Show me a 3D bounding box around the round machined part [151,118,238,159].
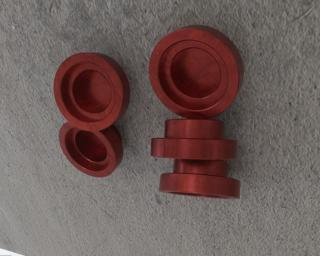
[{"bbox_3d":[0.039,0.012,0.357,0.098,0.098,0.042,0,87,28],"label":"round machined part"}]

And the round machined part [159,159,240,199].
[{"bbox_3d":[0.049,0.062,0.386,0.098,0.098,0.042,-3,74,29],"label":"round machined part"}]

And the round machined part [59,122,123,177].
[{"bbox_3d":[-0.097,0.022,0.460,0.098,0.042,0.097,13,125,20],"label":"round machined part"}]

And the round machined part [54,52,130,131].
[{"bbox_3d":[-0.083,-0.048,0.399,0.098,0.042,0.097,5,105,18],"label":"round machined part"}]

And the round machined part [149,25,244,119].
[{"bbox_3d":[0.041,-0.062,0.335,0.098,0.042,0.097,13,122,21],"label":"round machined part"}]
